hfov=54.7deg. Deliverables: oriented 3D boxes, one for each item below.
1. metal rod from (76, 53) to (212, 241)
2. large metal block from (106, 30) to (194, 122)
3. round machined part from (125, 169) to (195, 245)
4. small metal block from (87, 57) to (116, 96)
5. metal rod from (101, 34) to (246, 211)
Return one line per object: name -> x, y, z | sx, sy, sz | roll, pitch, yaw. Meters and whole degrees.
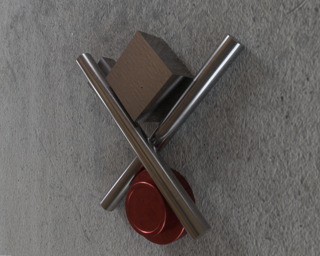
metal rod -> -0.034, 0.006, 0.399 | 0.025, 0.025, 0.300 | -51, 61, 28
large metal block -> -0.014, -0.064, 0.401 | 0.080, 0.050, 0.080 | -49, 61, 28
round machined part -> -0.006, 0.101, 0.398 | 0.098, 0.042, 0.097 | 0, 90, 39
small metal block -> -0.078, -0.071, 0.470 | 0.050, 0.025, 0.050 | 50, 119, 28
metal rod -> 0.002, 0.010, 0.405 | 0.025, 0.025, 0.298 | 52, 120, 27
